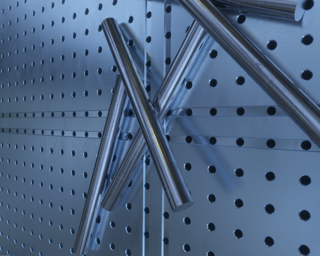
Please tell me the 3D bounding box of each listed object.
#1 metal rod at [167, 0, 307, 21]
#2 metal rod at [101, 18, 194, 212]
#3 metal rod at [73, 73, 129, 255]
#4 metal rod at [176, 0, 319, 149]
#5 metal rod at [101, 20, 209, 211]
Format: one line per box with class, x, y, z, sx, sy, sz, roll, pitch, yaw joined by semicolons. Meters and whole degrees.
metal rod;0.027;-0.170;0.385;0.300;0.025;0.025;27;107;36
metal rod;-0.026;-0.037;0.398;0.025;0.025;0.299;-43;55;31
metal rod;-0.090;0.064;0.480;0.025;0.025;0.298;26;106;36
metal rod;0.070;-0.100;0.328;0.025;0.025;0.300;-48;68;29
metal rod;-0.013;-0.005;0.417;0.025;0.025;0.298;42;115;31
